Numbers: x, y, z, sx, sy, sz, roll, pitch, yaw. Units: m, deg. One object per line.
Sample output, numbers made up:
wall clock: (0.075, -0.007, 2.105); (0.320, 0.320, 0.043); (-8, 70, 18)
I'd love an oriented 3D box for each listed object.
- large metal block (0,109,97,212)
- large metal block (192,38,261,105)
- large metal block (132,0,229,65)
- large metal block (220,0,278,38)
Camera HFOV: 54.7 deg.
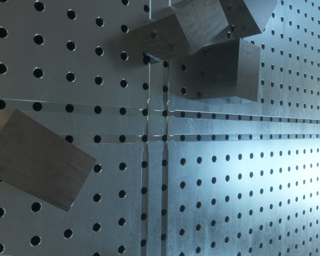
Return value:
large metal block: (-0.118, 0.028, 0.275); (0.080, 0.080, 0.050); (40, 66, -33)
large metal block: (0.096, -0.079, 0.457); (0.050, 0.080, 0.080); (8, 85, -40)
large metal block: (0.026, -0.129, 0.397); (0.080, 0.080, 0.050); (-44, 117, -31)
large metal block: (0.144, -0.210, 0.516); (0.080, 0.050, 0.080); (46, 63, -31)
